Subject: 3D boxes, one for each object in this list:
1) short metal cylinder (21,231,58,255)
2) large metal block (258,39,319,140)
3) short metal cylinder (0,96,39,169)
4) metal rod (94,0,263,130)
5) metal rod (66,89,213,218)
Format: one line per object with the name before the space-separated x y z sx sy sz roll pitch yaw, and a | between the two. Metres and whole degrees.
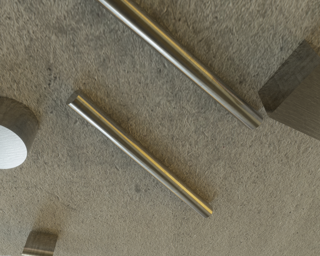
short metal cylinder | -0.224 0.235 0.569 0.050 0.080 0.079 16 128 -13
large metal block | 0.176 -0.041 0.357 0.080 0.050 0.080 22 127 -18
short metal cylinder | -0.203 0.007 0.394 0.081 0.050 0.079 0 130 0
metal rod | 0.012 -0.085 0.334 0.301 0.025 0.025 35 122 -26
metal rod | -0.013 0.052 0.451 0.025 0.025 0.300 -31 124 23
